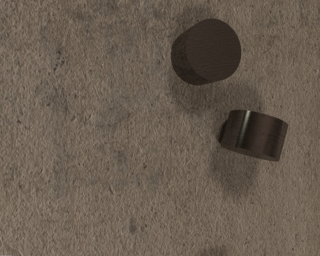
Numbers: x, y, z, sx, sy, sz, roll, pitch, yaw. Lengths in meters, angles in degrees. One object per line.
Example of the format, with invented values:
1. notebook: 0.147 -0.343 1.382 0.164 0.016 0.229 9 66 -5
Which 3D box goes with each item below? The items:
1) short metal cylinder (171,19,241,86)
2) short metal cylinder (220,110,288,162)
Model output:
1. short metal cylinder: 0.061 -0.100 0.420 0.081 0.050 0.079 0 90 -21
2. short metal cylinder: 0.130 0.011 0.430 0.081 0.080 0.050 19 84 -20
